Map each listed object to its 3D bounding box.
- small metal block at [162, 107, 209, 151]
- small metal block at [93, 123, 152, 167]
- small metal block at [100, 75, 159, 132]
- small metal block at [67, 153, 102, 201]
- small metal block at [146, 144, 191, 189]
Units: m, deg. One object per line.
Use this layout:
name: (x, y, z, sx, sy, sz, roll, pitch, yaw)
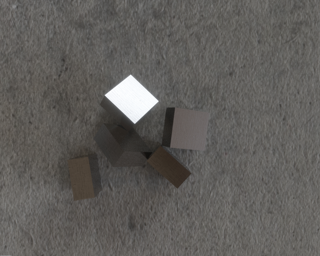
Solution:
small metal block: (0.033, 0.002, 0.401, 0.050, 0.025, 0.050, 7, 90, -25)
small metal block: (-0.046, 0.022, 0.385, 0.050, 0.050, 0.025, 49, 115, 31)
small metal block: (-0.039, -0.032, 0.398, 0.050, 0.025, 0.050, 44, 56, 0)
small metal block: (-0.095, 0.061, 0.396, 0.025, 0.050, 0.050, -9, 90, 0)
small metal block: (0.011, 0.047, 0.398, 0.050, 0.050, 0.025, 42, 91, -1)
